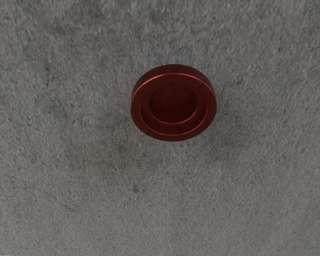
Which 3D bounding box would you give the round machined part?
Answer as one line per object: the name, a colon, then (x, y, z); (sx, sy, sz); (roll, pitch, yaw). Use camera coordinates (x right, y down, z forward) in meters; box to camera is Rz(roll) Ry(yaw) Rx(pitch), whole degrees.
round machined part: (0.016, -0.033, 0.368); (0.099, 0.042, 0.097); (-1, 130, 0)
